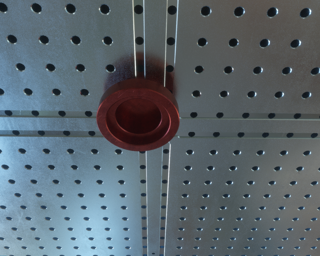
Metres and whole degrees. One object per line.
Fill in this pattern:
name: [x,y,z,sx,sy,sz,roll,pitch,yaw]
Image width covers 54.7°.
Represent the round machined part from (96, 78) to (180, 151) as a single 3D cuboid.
round machined part: [-0.026,-0.020,0.383,0.099,0.042,0.097,-1,130,0]
